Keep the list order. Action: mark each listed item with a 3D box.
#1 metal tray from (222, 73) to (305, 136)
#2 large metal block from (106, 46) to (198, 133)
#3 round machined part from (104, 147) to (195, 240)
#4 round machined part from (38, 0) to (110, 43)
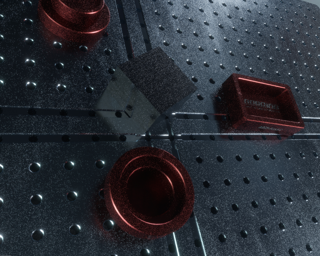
[{"bbox_3d":[0.173,-0.038,0.521,0.131,0.030,0.090,7,59,-25],"label":"metal tray"},{"bbox_3d":[-0.011,-0.053,0.419,0.080,0.050,0.081,49,51,6],"label":"large metal block"},{"bbox_3d":[-0.014,0.073,0.345,0.099,0.042,0.098,14,56,-21],"label":"round machined part"},{"bbox_3d":[-0.118,-0.172,0.439,0.099,0.042,0.098,14,56,-21],"label":"round machined part"}]
